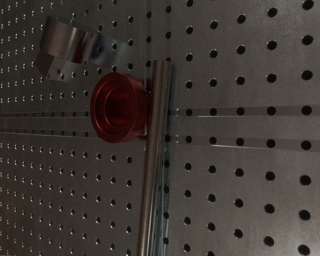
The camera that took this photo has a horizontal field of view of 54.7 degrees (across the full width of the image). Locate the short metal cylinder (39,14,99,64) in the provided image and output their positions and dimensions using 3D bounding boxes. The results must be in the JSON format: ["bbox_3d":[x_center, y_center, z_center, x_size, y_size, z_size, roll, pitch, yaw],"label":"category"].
[{"bbox_3d":[-0.143,-0.140,0.488,0.080,0.081,0.050,36,112,34],"label":"short metal cylinder"}]

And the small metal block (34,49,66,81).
[{"bbox_3d":[-0.203,-0.124,0.573,0.050,0.025,0.050,48,118,28],"label":"small metal block"}]

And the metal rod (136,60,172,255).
[{"bbox_3d":[-0.010,0.061,0.415,0.025,0.025,0.298,9,95,39],"label":"metal rod"}]

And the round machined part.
[{"bbox_3d":[-0.052,-0.028,0.438,0.098,0.042,0.097,0,89,40],"label":"round machined part"}]
